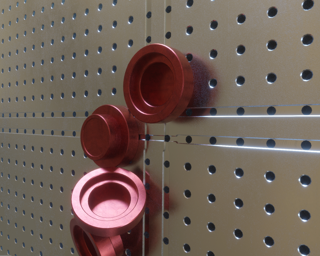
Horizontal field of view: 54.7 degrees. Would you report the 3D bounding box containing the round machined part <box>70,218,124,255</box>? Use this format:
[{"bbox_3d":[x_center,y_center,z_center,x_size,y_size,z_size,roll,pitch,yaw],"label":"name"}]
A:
[{"bbox_3d":[-0.090,0.168,0.457,0.098,0.042,0.097,26,127,42],"label":"round machined part"}]

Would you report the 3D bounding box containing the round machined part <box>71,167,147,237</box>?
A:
[{"bbox_3d":[-0.069,0.104,0.424,0.098,0.099,0.042,41,143,32],"label":"round machined part"}]

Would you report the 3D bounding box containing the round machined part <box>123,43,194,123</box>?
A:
[{"bbox_3d":[0.002,-0.054,0.395,0.098,0.042,0.097,0,90,39],"label":"round machined part"}]

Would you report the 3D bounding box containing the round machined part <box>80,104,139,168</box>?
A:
[{"bbox_3d":[-0.082,0.013,0.463,0.098,0.042,0.097,0,90,39],"label":"round machined part"}]
